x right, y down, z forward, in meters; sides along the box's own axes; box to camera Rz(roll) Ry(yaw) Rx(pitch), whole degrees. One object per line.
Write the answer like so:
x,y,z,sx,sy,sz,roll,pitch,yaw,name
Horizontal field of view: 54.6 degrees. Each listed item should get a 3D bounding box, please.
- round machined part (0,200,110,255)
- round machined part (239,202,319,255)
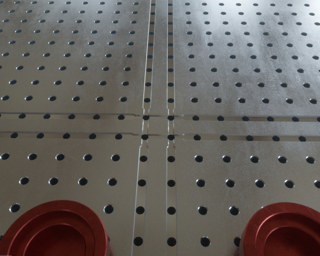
-0.097,0.122,0.294,0.099,0.042,0.098,0,50,0,round machined part
0.125,0.124,0.293,0.099,0.042,0.098,0,50,0,round machined part
